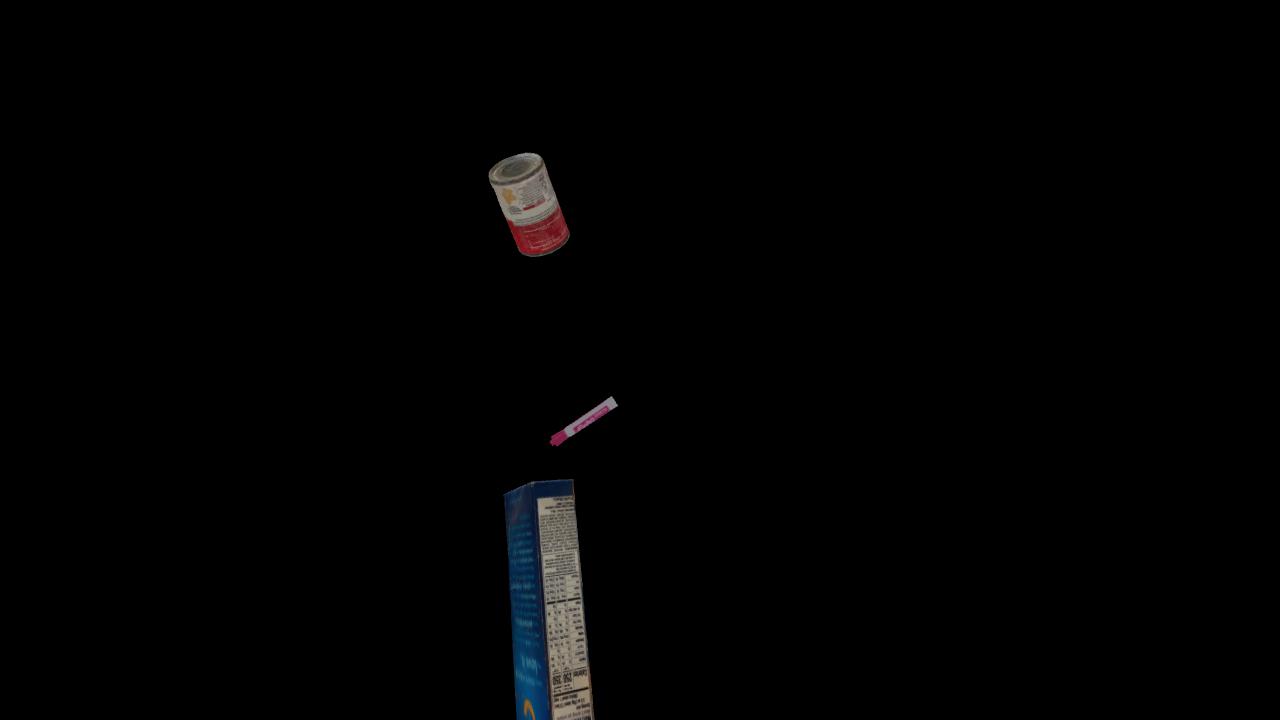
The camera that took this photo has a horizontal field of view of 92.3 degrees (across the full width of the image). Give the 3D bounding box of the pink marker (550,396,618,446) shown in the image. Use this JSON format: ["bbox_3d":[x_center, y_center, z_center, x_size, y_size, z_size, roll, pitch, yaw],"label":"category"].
[{"bbox_3d":[-0.090,0.098,0.973,0.121,0.020,0.020,-33,3,-5],"label":"pink marker"}]

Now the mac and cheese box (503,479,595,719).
[{"bbox_3d":[-0.075,0.192,0.485,0.041,0.184,0.093,1,-18,-27],"label":"mac and cheese box"}]

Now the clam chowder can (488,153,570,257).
[{"bbox_3d":[-0.130,-0.184,0.731,0.068,0.068,0.102,0,-44,17],"label":"clam chowder can"}]
